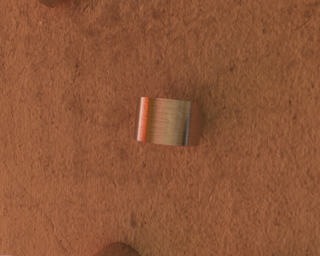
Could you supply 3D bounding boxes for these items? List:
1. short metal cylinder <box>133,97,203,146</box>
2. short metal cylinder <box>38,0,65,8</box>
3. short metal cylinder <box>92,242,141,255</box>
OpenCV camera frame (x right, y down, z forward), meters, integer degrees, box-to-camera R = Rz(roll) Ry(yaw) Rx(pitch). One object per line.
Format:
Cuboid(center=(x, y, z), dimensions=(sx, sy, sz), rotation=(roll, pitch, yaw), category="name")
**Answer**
Cuboid(center=(0.010, -0.008, 0.376), dimensions=(0.080, 0.080, 0.050), rotation=(6, 92, 19), category="short metal cylinder")
Cuboid(center=(-0.155, -0.218, 0.433), dimensions=(0.050, 0.080, 0.080), rotation=(-27, 81, 18), category="short metal cylinder")
Cuboid(center=(-0.065, 0.203, 0.417), dimensions=(0.080, 0.050, 0.079), rotation=(0, 90, 19), category="short metal cylinder")
